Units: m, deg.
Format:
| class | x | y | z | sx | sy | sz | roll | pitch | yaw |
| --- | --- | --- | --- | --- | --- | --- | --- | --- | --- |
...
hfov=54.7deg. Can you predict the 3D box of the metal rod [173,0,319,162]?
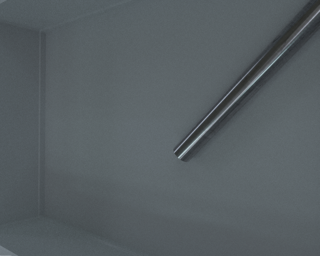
| class | x | y | z | sx | sy | sz | roll | pitch | yaw |
| --- | --- | --- | --- | --- | --- | --- | --- | --- | --- |
| metal rod | 0.112 | -0.068 | 0.313 | 0.298 | 0.025 | 0.025 | -50 | 61 | 28 |
